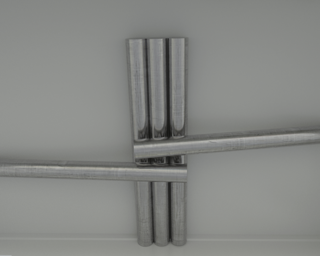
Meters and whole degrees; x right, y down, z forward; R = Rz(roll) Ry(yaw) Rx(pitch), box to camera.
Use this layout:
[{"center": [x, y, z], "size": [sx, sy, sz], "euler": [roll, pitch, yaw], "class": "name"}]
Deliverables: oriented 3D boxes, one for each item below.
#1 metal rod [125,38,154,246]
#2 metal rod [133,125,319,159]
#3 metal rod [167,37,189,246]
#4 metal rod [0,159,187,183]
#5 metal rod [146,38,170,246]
[{"center": [-0.025, 0.033, 0.422], "size": [0.025, 0.025, 0.298], "euler": [-1, 110, 0], "class": "metal rod"}, {"center": [0.118, 0.016, 0.399], "size": [0.302, 0.025, 0.025], "euler": [-4, 110, -6], "class": "metal rod"}, {"center": [0.025, 0.032, 0.422], "size": [0.025, 0.025, 0.298], "euler": [-1, 110, 0], "class": "metal rod"}, {"center": [-0.115, 0.056, 0.412], "size": [0.302, 0.025, 0.025], "euler": [1, 110, 5], "class": "metal rod"}, {"center": [-0.001, 0.032, 0.422], "size": [0.025, 0.025, 0.298], "euler": [-1, 110, 0], "class": "metal rod"}]
